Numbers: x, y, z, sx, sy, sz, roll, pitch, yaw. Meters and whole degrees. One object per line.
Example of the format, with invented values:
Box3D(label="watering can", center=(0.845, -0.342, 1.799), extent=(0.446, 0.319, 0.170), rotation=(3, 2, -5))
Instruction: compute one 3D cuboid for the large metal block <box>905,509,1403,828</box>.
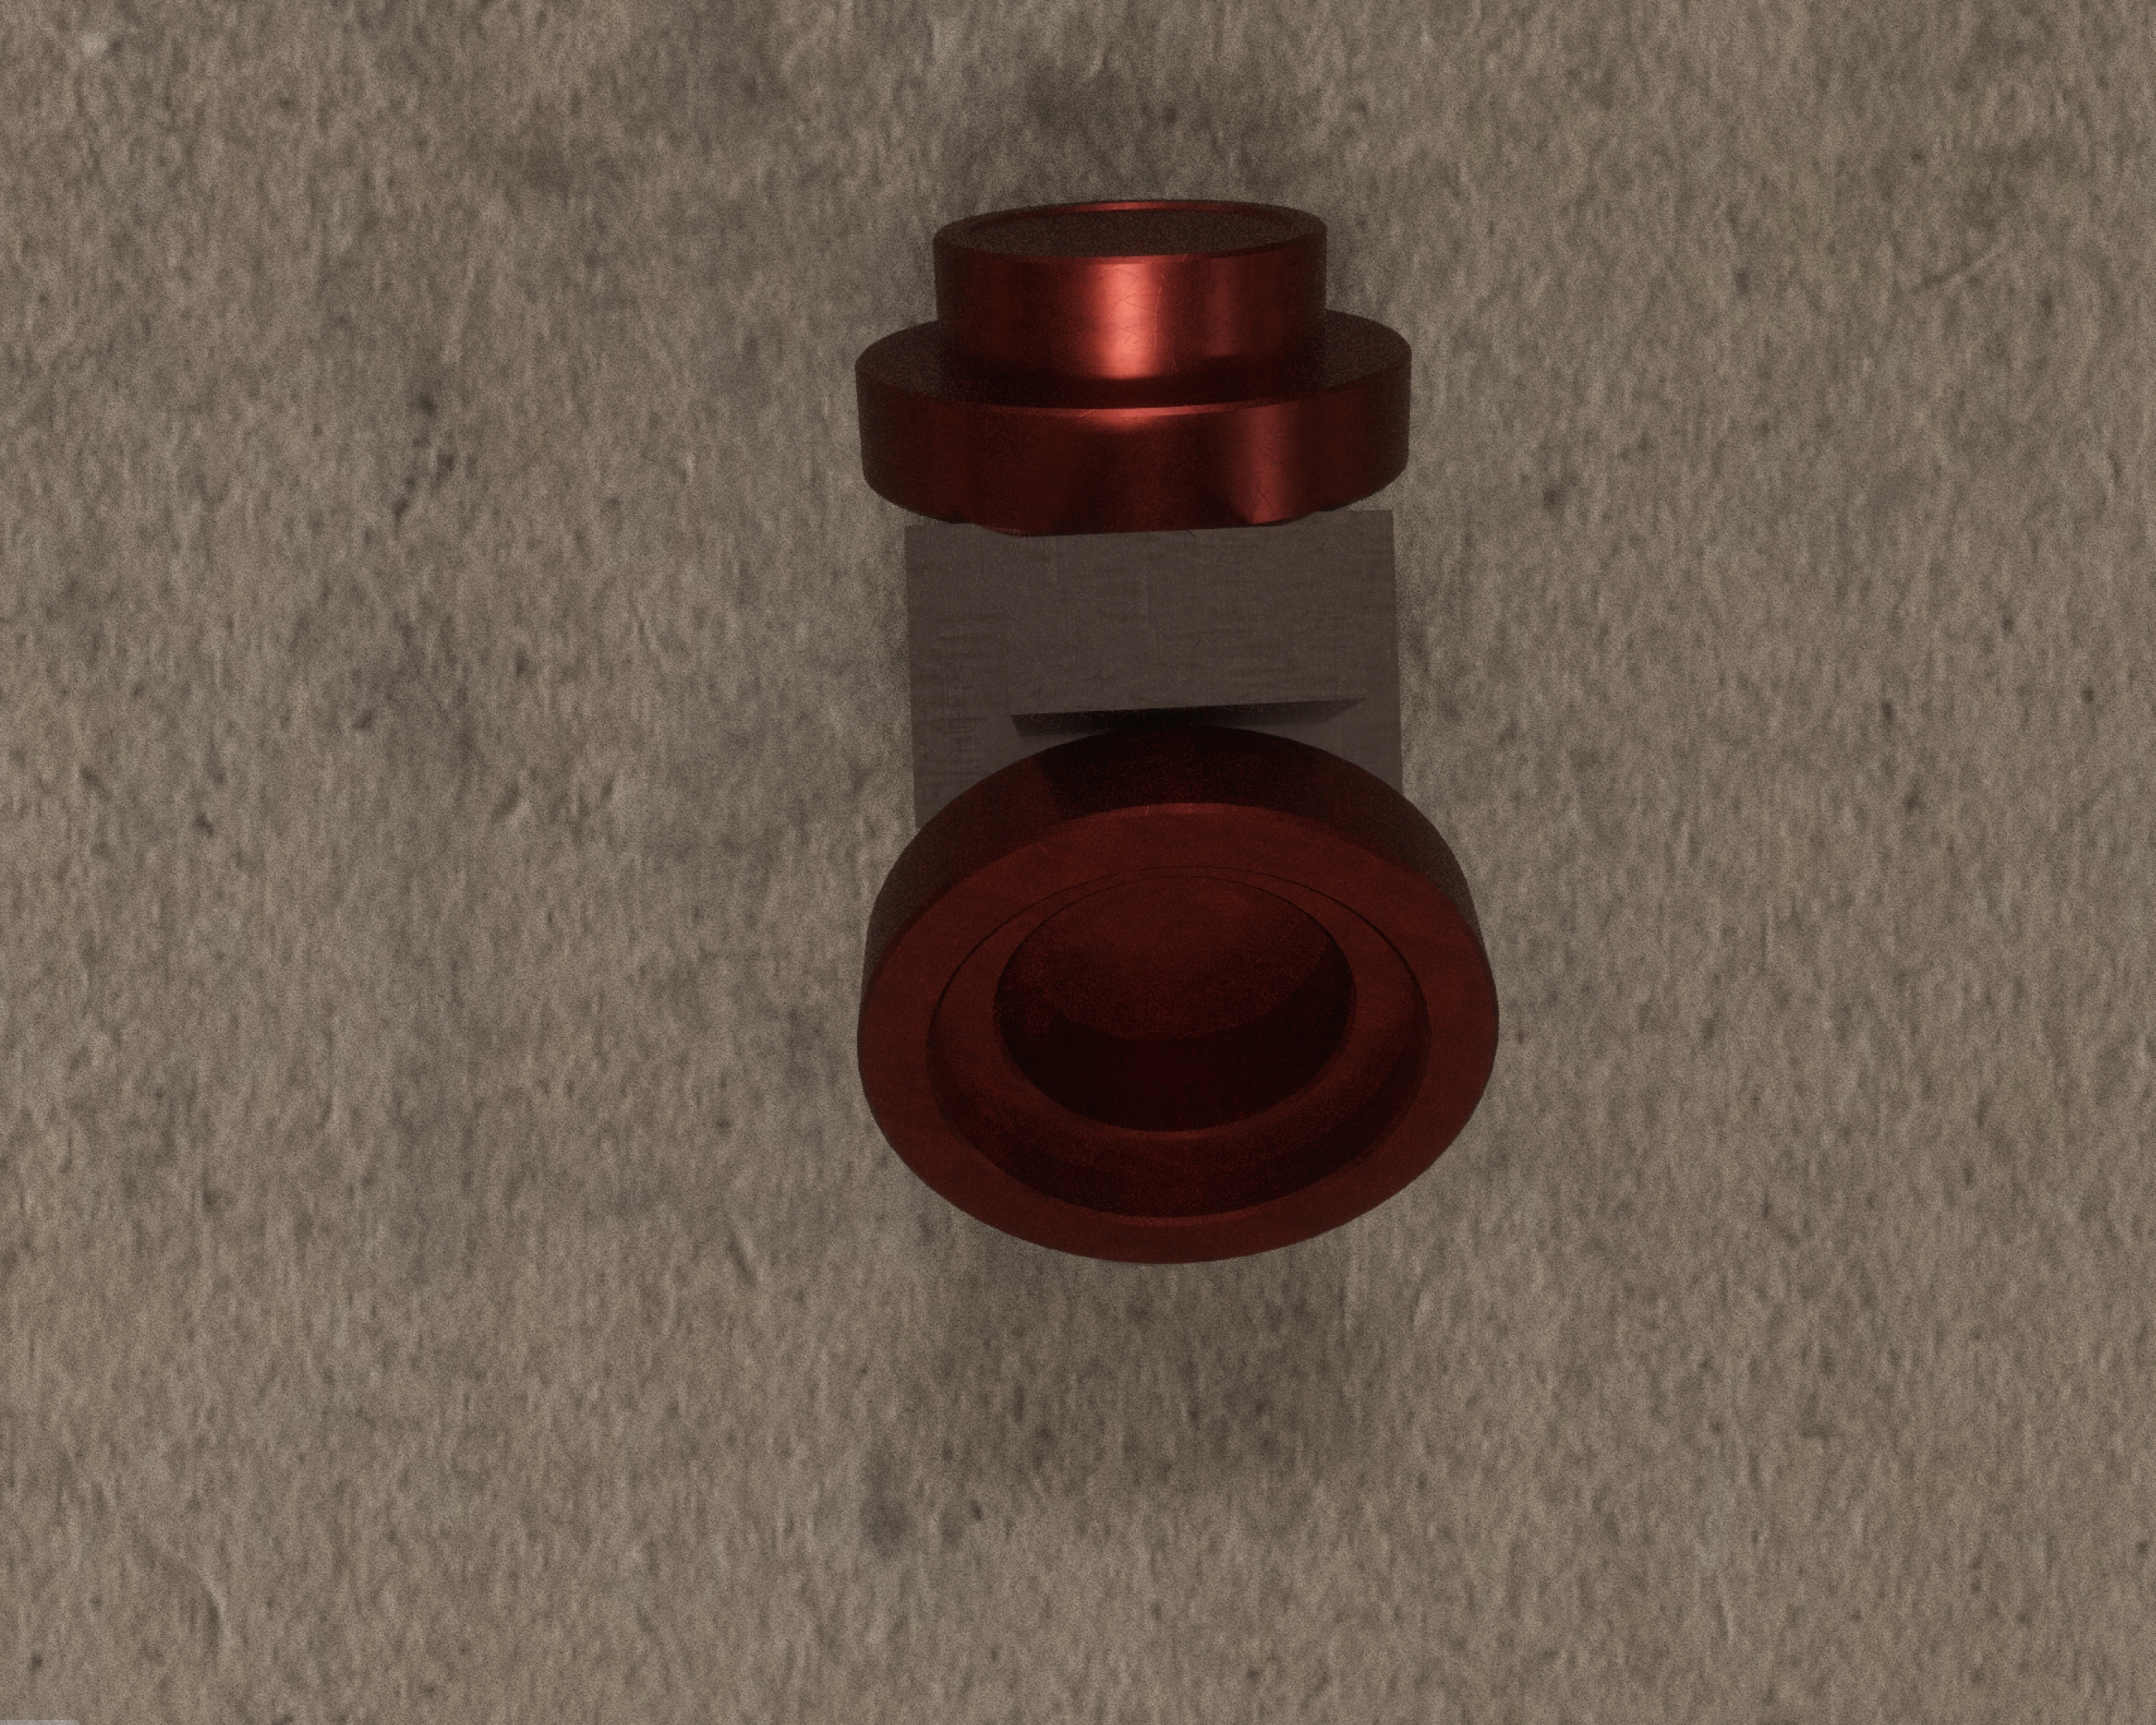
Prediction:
Box3D(label="large metal block", center=(0.012, -0.032, 0.383), extent=(0.081, 0.080, 0.050), rotation=(-2, 90, -1))

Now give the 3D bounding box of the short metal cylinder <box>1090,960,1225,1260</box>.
Box3D(label="short metal cylinder", center=(0.013, 0.033, 0.400), extent=(0.081, 0.050, 0.079), rotation=(0, 90, -1))

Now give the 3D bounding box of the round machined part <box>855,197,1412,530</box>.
Box3D(label="round machined part", center=(0.010, -0.092, 0.371), extent=(0.099, 0.098, 0.042), rotation=(-2, 115, -1))

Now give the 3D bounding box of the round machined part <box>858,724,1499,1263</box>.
Box3D(label="round machined part", center=(0.015, 0.017, 0.337), extent=(0.099, 0.042, 0.097), rotation=(-1, 129, -1))

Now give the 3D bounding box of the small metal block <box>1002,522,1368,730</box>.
Box3D(label="small metal block", center=(0.015, -0.034, 0.318), extent=(0.050, 0.050, 0.025), rotation=(-3, 90, 0))
